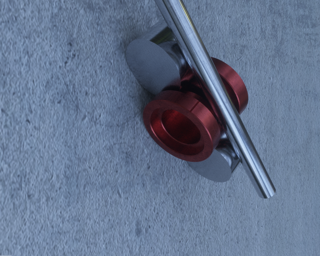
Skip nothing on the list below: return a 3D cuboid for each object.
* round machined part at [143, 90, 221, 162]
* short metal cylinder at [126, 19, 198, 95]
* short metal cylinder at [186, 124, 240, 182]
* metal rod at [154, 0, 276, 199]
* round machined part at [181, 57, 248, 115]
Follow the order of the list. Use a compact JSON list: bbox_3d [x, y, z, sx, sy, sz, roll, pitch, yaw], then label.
[{"bbox_3d":[0.031,-0.007,0.385,0.042,0.098,0.098,-49,120,-33],"label":"round machined part"},{"bbox_3d":[0.006,-0.084,0.377,0.050,0.080,0.080,-47,118,-30],"label":"short metal cylinder"},{"bbox_3d":[0.077,0.030,0.437,0.050,0.080,0.080,-47,118,-30],"label":"short metal cylinder"},{"bbox_3d":[0.075,-0.026,0.367,0.025,0.025,0.299,-48,119,-29],"label":"metal rod"},{"bbox_3d":[0.064,-0.043,0.414,0.042,0.098,0.098,-45,117,-26],"label":"round machined part"}]
